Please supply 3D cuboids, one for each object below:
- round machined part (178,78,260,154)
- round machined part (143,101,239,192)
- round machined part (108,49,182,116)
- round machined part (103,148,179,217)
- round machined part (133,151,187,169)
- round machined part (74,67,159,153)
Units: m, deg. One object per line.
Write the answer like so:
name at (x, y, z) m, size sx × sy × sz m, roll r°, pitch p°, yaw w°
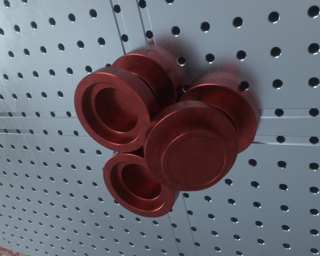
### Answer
round machined part at (0.063, -0.006, 0.364) m, size 0.098 × 0.042 × 0.097 m, roll 13°, pitch 124°, yaw 21°
round machined part at (0.033, 0.025, 0.316) m, size 0.099 × 0.042 × 0.097 m, roll -3°, pitch 114°, yaw -6°
round machined part at (-0.025, -0.045, 0.388) m, size 0.098 × 0.042 × 0.097 m, roll 13°, pitch 124°, yaw 21°
round machined part at (-0.020, 0.062, 0.395) m, size 0.098 × 0.042 × 0.097 m, roll 13°, pitch 124°, yaw 21°
round machined part at (-0.002, 0.042, 0.428) m, size 0.098 × 0.042 × 0.097 m, roll 13°, pitch 124°, yaw 21°
round machined part at (-0.045, -0.024, 0.355) m, size 0.098 × 0.042 × 0.097 m, roll 13°, pitch 124°, yaw 21°
